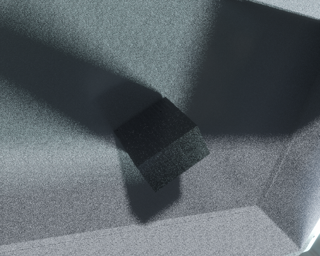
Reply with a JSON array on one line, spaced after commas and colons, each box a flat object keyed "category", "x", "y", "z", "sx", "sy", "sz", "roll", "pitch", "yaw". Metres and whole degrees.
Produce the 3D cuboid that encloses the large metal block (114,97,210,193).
[{"category": "large metal block", "x": 0.001, "y": 0.017, "z": 0.382, "sx": 0.080, "sy": 0.080, "sz": 0.050, "roll": -34, "pitch": 129, "yaw": -6}]
